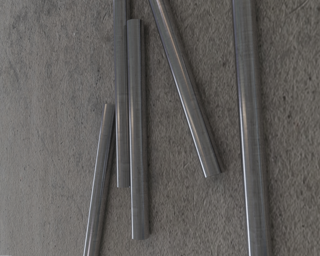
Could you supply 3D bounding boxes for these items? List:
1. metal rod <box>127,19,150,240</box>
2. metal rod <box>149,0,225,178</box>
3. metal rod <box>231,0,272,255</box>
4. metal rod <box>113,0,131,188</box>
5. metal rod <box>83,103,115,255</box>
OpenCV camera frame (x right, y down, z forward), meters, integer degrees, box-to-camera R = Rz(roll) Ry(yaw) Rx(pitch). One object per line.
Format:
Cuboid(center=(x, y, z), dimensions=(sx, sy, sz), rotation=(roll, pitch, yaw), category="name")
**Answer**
Cuboid(center=(-0.030, 0.001, 0.430), dimensions=(0.025, 0.025, 0.298), rotation=(-2, 88, 40), category="metal rod")
Cuboid(center=(0.022, -0.086, 0.387), dimensions=(0.025, 0.025, 0.299), rotation=(-26, 74, 37), category="metal rod")
Cuboid(center=(0.096, -0.004, 0.325), dimensions=(0.025, 0.025, 0.298), rotation=(-5, 87, 40), category="metal rod")
Cuboid(center=(-0.053, -0.065, 0.448), dimensions=(0.025, 0.025, 0.298), rotation=(-2, 89, 40), category="metal rod")
Cuboid(center=(-0.096, 0.110, 0.484), dimensions=(0.025, 0.025, 0.298), rotation=(15, 99, 39), category="metal rod")
